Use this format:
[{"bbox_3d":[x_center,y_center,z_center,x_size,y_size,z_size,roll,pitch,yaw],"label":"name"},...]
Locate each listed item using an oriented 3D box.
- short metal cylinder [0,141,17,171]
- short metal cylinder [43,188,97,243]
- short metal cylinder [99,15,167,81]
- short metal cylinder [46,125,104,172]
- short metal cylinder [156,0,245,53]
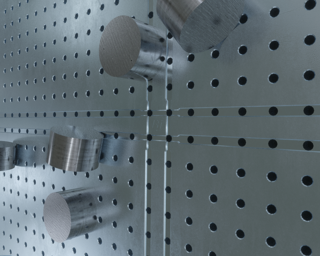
[{"bbox_3d":[-0.355,0.059,0.667,0.080,0.081,0.050,11,97,39],"label":"short metal cylinder"},{"bbox_3d":[-0.150,0.144,0.518,0.080,0.050,0.079,0,90,40],"label":"short metal cylinder"},{"bbox_3d":[-0.038,-0.107,0.424,0.080,0.050,0.079,0,90,40],"label":"short metal cylinder"},{"bbox_3d":[-0.132,0.030,0.483,0.080,0.081,0.050,20,103,38],"label":"short metal cylinder"},{"bbox_3d":[0.043,-0.129,0.338,0.080,0.081,0.050,-47,62,30],"label":"short metal cylinder"}]
